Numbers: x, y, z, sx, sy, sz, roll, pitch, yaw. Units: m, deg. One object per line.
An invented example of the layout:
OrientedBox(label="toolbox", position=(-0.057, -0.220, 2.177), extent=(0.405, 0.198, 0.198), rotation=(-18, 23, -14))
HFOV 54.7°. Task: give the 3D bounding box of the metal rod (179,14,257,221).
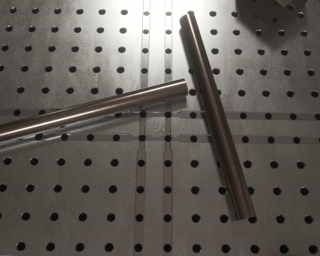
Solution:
OrientedBox(label="metal rod", position=(0.073, -0.028, 0.422), extent=(0.025, 0.025, 0.299), rotation=(-11, 70, -4))

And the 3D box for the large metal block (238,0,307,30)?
OrientedBox(label="large metal block", position=(0.180, -0.215, 0.479), extent=(0.080, 0.050, 0.080), rotation=(-38, 75, -13))

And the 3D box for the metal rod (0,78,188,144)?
OrientedBox(label="metal rod", position=(-0.109, -0.019, 0.417), extent=(0.302, 0.025, 0.025), rotation=(-15, 71, -6))
